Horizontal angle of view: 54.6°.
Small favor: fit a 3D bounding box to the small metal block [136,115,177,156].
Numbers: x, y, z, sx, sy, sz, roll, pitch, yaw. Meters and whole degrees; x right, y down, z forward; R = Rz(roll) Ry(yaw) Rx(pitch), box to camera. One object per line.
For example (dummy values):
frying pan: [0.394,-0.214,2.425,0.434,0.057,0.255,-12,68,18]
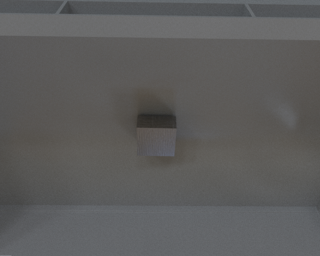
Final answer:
small metal block: [-0.005,0.011,0.413,0.050,0.025,0.050,1,130,-1]
